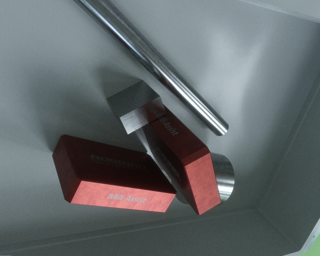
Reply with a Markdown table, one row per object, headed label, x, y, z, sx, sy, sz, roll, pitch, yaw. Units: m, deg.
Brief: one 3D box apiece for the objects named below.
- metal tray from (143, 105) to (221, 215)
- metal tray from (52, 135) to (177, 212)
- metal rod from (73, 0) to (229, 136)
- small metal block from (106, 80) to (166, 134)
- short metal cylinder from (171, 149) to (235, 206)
| label | x | y | z | sx | sy | sz | roll | pitch | yaw |
| --- | --- | --- | --- | --- | --- | --- | --- | --- | --- |
| metal tray | 0.018 | 0.029 | 0.370 | 0.030 | 0.130 | 0.090 | -27 | 128 | -12 |
| metal tray | -0.054 | 0.055 | 0.372 | 0.131 | 0.090 | 0.030 | 17 | 110 | -35 |
| metal rod | 0.000 | -0.071 | 0.365 | 0.025 | 0.025 | 0.301 | -48 | 130 | 5 |
| small metal block | -0.028 | -0.026 | 0.362 | 0.050 | 0.050 | 0.025 | -29 | 129 | -10 |
| short metal cylinder | 0.061 | 0.072 | 0.454 | 0.050 | 0.080 | 0.080 | 15 | 111 | -35 |
